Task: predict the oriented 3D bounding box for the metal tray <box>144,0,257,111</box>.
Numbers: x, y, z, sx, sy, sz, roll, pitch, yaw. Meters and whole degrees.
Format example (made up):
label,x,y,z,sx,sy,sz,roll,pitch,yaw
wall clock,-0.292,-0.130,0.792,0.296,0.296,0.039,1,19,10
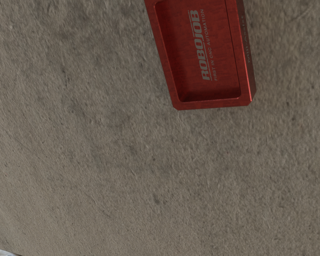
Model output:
label,x,y,z,sx,sy,sz,roll,pitch,yaw
metal tray,0.045,-0.085,0.326,0.090,0.030,0.129,-3,117,29
